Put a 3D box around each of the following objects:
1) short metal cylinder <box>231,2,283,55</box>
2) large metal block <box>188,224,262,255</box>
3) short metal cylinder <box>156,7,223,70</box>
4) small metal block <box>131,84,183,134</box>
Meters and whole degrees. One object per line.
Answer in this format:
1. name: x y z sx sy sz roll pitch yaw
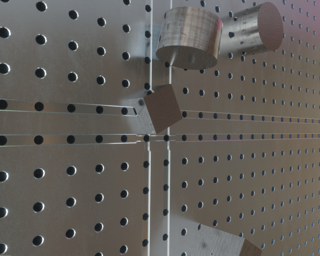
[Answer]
1. short metal cylinder: 0.169 -0.169 0.534 0.081 0.050 0.079 0 90 -40
2. large metal block: 0.088 0.196 0.448 0.050 0.080 0.080 41 65 -33
3. short metal cylinder: 0.038 -0.114 0.405 0.081 0.080 0.050 16 80 -39
4. small metal block: -0.003 -0.025 0.407 0.050 0.025 0.050 -31 110 -36
